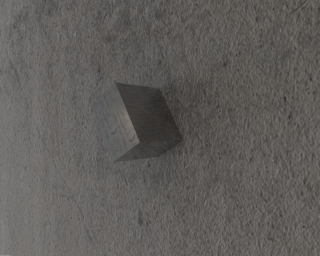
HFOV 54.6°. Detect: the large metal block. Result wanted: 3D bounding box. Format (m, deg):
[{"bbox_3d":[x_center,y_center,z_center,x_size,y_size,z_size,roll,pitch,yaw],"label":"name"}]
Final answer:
[{"bbox_3d":[-0.028,-0.007,0.393,0.050,0.081,0.080,-37,68,34],"label":"large metal block"}]
